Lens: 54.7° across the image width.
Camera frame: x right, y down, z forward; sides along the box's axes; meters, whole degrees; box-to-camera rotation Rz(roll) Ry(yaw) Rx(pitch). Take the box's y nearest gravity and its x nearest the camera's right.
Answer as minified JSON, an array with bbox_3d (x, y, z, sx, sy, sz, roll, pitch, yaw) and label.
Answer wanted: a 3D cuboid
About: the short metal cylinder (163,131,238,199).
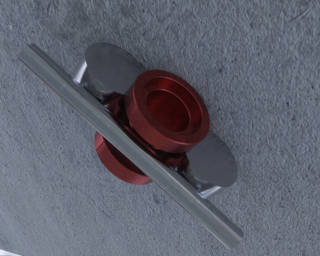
[{"bbox_3d":[0.046,0.046,0.375,0.080,0.080,0.050,43,129,-2],"label":"short metal cylinder"}]

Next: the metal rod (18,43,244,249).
[{"bbox_3d":[-0.029,0.021,0.332,0.300,0.025,0.025,42,129,-2],"label":"metal rod"}]

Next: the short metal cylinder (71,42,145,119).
[{"bbox_3d":[-0.061,-0.055,0.369,0.080,0.080,0.050,43,129,-2],"label":"short metal cylinder"}]

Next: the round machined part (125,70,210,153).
[{"bbox_3d":[0.005,-0.014,0.349,0.098,0.098,0.042,43,133,-2],"label":"round machined part"}]

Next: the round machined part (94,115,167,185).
[{"bbox_3d":[-0.027,0.017,0.383,0.098,0.098,0.042,43,125,-2],"label":"round machined part"}]
